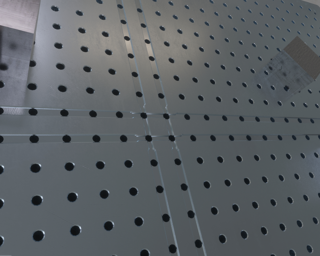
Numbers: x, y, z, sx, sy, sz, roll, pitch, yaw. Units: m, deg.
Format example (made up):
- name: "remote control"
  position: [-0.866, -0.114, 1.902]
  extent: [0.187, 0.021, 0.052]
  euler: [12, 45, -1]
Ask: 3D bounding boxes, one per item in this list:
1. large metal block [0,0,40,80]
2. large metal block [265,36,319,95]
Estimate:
- name: "large metal block"
  position: [-0.169, -0.115, 0.352]
  extent: [0.050, 0.080, 0.080]
  euler: [10, 58, -23]
- name: "large metal block"
  position: [0.268, -0.124, 0.610]
  extent: [0.080, 0.050, 0.080]
  euler: [47, 51, 4]
